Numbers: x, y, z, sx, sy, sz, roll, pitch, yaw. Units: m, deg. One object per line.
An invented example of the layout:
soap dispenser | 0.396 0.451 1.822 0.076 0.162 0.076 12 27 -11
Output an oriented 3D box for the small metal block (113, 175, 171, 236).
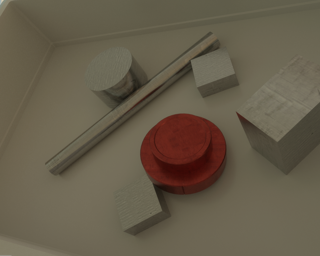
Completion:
small metal block | -0.022 0.089 0.361 0.050 0.025 0.050 -30 52 9

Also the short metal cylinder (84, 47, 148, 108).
short metal cylinder | -0.066 -0.075 0.469 0.080 0.050 0.080 -13 56 20

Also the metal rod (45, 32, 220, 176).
metal rod | -0.040 -0.034 0.445 0.300 0.025 0.025 -38 51 1

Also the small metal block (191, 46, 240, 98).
small metal block | 0.073 -0.074 0.412 0.050 0.025 0.050 -19 54 16

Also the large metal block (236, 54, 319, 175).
large metal block | 0.131 -0.010 0.308 0.080 0.080 0.050 -43 51 -2

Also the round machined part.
round machined part | 0.025 0.022 0.352 0.098 0.042 0.098 -6 52 8
